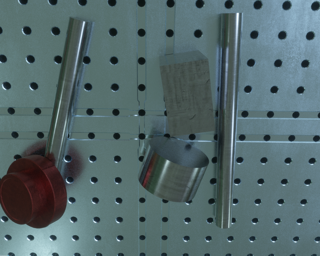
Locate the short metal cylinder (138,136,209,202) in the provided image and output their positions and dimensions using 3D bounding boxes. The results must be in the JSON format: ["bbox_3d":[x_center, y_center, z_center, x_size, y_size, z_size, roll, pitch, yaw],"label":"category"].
[{"bbox_3d":[0.017,0.052,0.403,0.080,0.080,0.050,17,109,-7],"label":"short metal cylinder"}]

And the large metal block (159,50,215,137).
[{"bbox_3d":[0.030,-0.044,0.368,0.050,0.080,0.079,-8,110,3],"label":"large metal block"}]

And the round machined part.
[{"bbox_3d":[-0.175,0.088,0.411,0.098,0.042,0.097,6,102,29],"label":"round machined part"}]

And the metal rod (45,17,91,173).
[{"bbox_3d":[-0.136,0.007,0.413,0.025,0.025,0.298,15,109,-6],"label":"metal rod"}]

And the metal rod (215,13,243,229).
[{"bbox_3d":[0.090,0.004,0.416,0.025,0.025,0.298,-2,110,0],"label":"metal rod"}]
